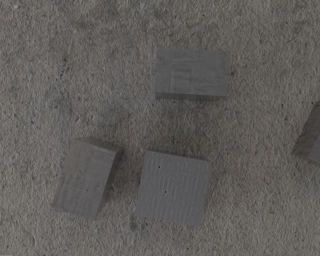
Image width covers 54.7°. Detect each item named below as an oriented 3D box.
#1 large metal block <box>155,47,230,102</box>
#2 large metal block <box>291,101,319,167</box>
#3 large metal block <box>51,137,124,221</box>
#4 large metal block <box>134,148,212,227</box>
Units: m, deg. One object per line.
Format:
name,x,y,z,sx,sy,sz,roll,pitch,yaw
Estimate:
large metal block,0.036,-0.062,0.383,0.080,0.080,0.050,3,90,0
large metal block,0.233,0.017,0.399,0.080,0.050,0.080,26,90,0
large metal block,-0.084,0.057,0.382,0.050,0.080,0.080,18,90,0
large metal block,0.016,0.073,0.397,0.080,0.050,0.080,10,90,0
